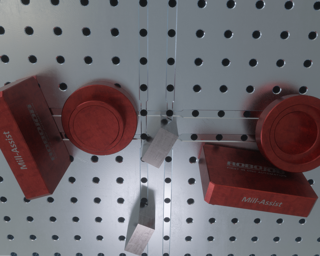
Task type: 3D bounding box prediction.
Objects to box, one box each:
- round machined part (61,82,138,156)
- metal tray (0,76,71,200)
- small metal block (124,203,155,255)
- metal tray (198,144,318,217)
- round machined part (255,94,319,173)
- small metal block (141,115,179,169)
[{"bbox_3d":[-0.078,-0.008,0.401,0.099,0.042,0.097,0,110,0],"label":"round machined part"},{"bbox_3d":[-0.158,0.010,0.380,0.030,0.090,0.129,-15,110,6],"label":"metal tray"},{"bbox_3d":[-0.029,0.148,0.454,0.025,0.050,0.050,23,108,-8],"label":"small metal block"},{"bbox_3d":[0.120,0.065,0.401,0.131,0.090,0.030,9,118,-4],"label":"metal tray"},{"bbox_3d":[0.172,0.005,0.401,0.099,0.042,0.097,0,99,-3],"label":"round machined part"},{"bbox_3d":[0.000,0.017,0.406,0.025,0.050,0.050,28,108,-10],"label":"small metal block"}]
